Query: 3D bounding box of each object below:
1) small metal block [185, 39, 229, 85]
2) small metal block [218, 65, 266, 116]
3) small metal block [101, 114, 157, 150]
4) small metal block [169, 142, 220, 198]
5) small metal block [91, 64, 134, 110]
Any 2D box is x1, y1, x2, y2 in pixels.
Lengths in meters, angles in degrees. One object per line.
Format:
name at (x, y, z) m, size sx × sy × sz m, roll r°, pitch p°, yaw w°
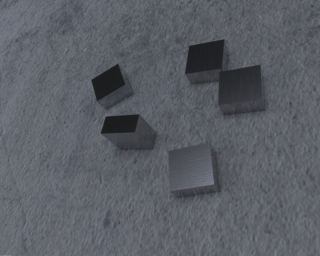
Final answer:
small metal block at (0.065, -0.090, 0.424) m, size 0.050 × 0.025 × 0.050 m, roll -4°, pitch 60°, yaw 26°
small metal block at (0.100, -0.046, 0.379) m, size 0.050 × 0.025 × 0.050 m, roll -6°, pitch 59°, yaw 24°
small metal block at (-0.039, 0.007, 0.403) m, size 0.050 × 0.050 × 0.025 m, roll -3°, pitch 61°, yaw 26°
small metal block at (0.038, 0.049, 0.353) m, size 0.050 × 0.025 × 0.050 m, roll -13°, pitch 56°, yaw 20°
small metal block at (-0.074, -0.064, 0.480) m, size 0.050 × 0.025 × 0.050 m, roll -29°, pitch 52°, yaw 9°
